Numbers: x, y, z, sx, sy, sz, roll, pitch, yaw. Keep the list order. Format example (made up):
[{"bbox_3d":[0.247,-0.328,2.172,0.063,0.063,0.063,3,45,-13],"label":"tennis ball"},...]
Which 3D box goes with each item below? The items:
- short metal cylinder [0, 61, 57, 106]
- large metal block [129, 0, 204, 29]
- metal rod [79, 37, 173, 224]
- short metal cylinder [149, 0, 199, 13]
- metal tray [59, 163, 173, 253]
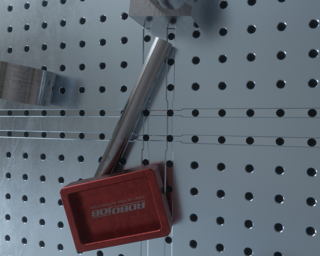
[{"bbox_3d":[-0.197,-0.064,0.453,0.080,0.080,0.050,14,95,19],"label":"short metal cylinder"},{"bbox_3d":[0.011,-0.175,0.395,0.080,0.050,0.079,7,93,19],"label":"large metal block"},{"bbox_3d":[-0.057,0.019,0.432,0.025,0.025,0.298,28,99,18],"label":"metal rod"},{"bbox_3d":[0.011,-0.176,0.342,0.080,0.050,0.080,0,90,20],"label":"short metal cylinder"},{"bbox_3d":[-0.057,0.106,0.412,0.130,0.030,0.089,-14,93,9],"label":"metal tray"}]
